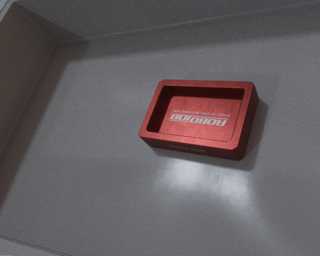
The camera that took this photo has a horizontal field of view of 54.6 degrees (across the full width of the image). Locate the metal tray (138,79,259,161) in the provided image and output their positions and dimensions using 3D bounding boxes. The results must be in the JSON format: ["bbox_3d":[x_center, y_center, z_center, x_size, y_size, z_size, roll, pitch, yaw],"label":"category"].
[{"bbox_3d":[0.047,-0.015,0.387,0.130,0.030,0.090,7,65,31],"label":"metal tray"}]
